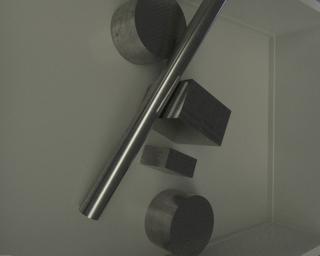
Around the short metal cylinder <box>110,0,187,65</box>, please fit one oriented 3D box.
[{"bbox_3d":[-0.013,-0.121,0.381,0.081,0.050,0.079,0,90,-40],"label":"short metal cylinder"}]

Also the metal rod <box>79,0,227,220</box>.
[{"bbox_3d":[-0.004,-0.033,0.358,0.025,0.025,0.299,34,83,-35],"label":"metal rod"}]

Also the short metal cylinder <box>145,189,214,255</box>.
[{"bbox_3d":[0.027,0.126,0.415,0.081,0.050,0.079,0,90,-40],"label":"short metal cylinder"}]

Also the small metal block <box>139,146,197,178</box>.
[{"bbox_3d":[0.011,0.044,0.402,0.050,0.050,0.025,26,74,-38],"label":"small metal block"}]

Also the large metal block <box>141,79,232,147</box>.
[{"bbox_3d":[0.030,-0.017,0.398,0.080,0.080,0.050,32,70,-36],"label":"large metal block"}]
